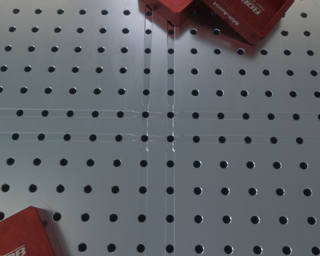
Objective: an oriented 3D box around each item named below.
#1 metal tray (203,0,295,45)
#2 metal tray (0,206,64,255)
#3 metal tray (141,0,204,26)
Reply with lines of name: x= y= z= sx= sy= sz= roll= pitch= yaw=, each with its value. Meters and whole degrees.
metal tray: x=0.124 y=-0.200 z=0.463 sx=0.130 sy=0.030 sz=0.090 roll=41 pitch=75 yaw=-3
metal tray: x=-0.182 y=0.159 z=0.350 sx=0.131 sy=0.030 sz=0.090 roll=-27 pitch=72 yaw=-10
metal tray: x=0.038 y=-0.234 z=0.494 sx=0.090 sy=0.030 sz=0.130 roll=41 pitch=75 yaw=13
